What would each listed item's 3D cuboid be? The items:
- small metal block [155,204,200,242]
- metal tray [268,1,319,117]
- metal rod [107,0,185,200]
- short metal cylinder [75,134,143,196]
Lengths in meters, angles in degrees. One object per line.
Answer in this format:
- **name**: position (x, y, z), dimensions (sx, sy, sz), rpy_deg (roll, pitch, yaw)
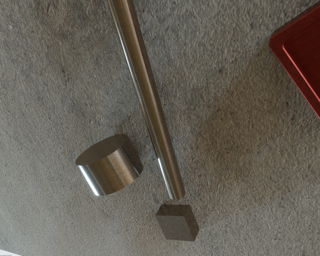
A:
- **small metal block**: position (0.027, 0.147, 0.482), dimensions (0.050, 0.025, 0.050), rpy_deg (-8, 115, 31)
- **metal tray**: position (0.173, -0.055, 0.278), dimensions (0.090, 0.030, 0.130), rpy_deg (-32, 101, 38)
- **metal rod**: position (-0.011, -0.026, 0.374), dimensions (0.025, 0.025, 0.298), rpy_deg (2, 126, 27)
- **short metal cylinder**: position (-0.071, 0.050, 0.438), dimensions (0.080, 0.080, 0.050), rpy_deg (-13, 112, 33)
